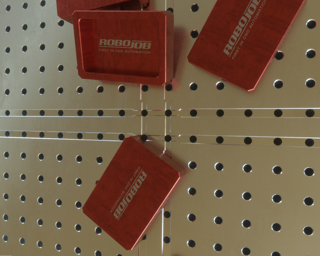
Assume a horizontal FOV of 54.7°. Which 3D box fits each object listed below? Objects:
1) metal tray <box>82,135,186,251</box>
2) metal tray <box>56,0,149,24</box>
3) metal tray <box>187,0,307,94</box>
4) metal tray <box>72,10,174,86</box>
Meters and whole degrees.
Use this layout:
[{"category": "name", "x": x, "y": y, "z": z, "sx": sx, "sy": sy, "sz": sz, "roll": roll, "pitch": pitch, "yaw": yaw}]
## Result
[{"category": "metal tray", "x": -0.037, "y": 0.086, "z": 0.422, "sx": 0.090, "sy": 0.030, "sz": 0.129, "roll": 35, "pitch": 101, "yaw": 16}, {"category": "metal tray", "x": -0.085, "y": -0.208, "z": 0.439, "sx": 0.130, "sy": 0.030, "sz": 0.089, "roll": -6, "pitch": 88, "yaw": 19}, {"category": "metal tray", "x": 0.103, "y": -0.118, "z": 0.373, "sx": 0.090, "sy": 0.030, "sz": 0.129, "roll": 31, "pitch": 100, "yaw": 17}, {"category": "metal tray", "x": -0.049, "y": -0.108, "z": 0.410, "sx": 0.130, "sy": 0.030, "sz": 0.089, "roll": 8, "pitch": 113, "yaw": 19}]
